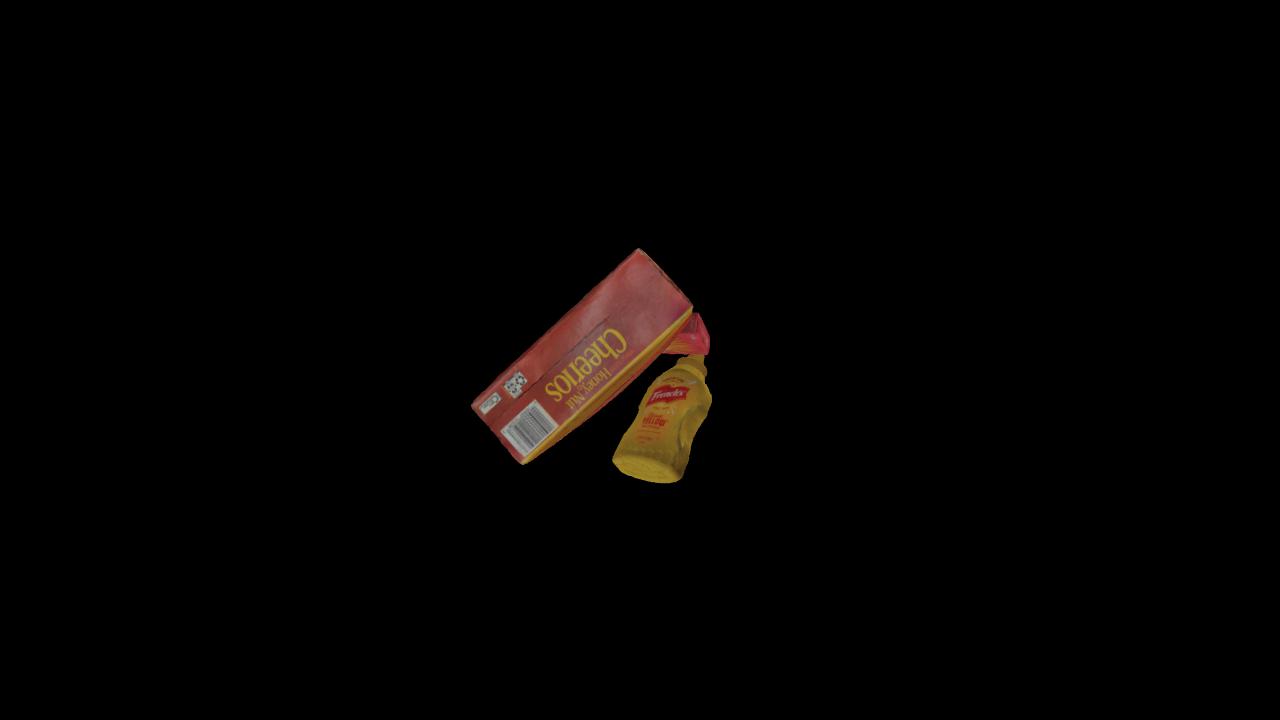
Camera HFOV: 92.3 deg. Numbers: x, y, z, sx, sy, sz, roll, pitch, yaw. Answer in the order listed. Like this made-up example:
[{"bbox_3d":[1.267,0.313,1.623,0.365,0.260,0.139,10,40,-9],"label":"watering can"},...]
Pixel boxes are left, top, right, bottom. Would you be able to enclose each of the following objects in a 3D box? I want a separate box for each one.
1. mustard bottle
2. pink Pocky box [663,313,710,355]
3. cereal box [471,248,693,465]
[{"bbox_3d":[0.041,0.061,0.758,0.092,0.184,0.054,-4,-44,40],"label":"mustard bottle"},{"bbox_3d":[0.003,-0.032,0.749,0.155,0.029,0.084,2,-16,16],"label":"pink Pocky box"},{"bbox_3d":[-0.037,-0.005,0.662,0.203,0.081,0.306,-43,-3,4],"label":"cereal box"}]
